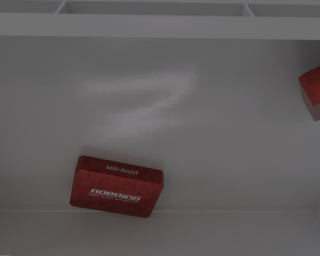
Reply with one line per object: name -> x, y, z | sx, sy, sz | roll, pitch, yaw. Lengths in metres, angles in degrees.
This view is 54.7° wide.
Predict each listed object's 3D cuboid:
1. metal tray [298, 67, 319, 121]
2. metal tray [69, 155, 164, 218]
metal tray -> 0.197, -0.046, 0.320 | 0.090, 0.030, 0.131 | -27, 163, 22
metal tray -> -0.069, 0.095, 0.486 | 0.131, 0.030, 0.089 | 12, 129, -11
